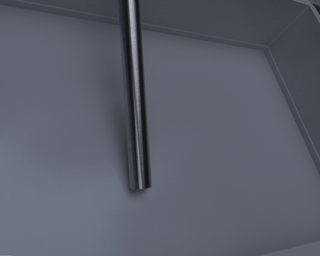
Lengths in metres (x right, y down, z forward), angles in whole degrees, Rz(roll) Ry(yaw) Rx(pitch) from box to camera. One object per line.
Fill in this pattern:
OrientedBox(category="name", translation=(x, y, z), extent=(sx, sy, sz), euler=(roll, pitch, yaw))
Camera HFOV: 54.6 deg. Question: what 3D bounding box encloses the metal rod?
OrientedBox(category="metal rod", translation=(-0.032, -0.081, 0.361), extent=(0.025, 0.025, 0.298), euler=(-3, 87, -29))
